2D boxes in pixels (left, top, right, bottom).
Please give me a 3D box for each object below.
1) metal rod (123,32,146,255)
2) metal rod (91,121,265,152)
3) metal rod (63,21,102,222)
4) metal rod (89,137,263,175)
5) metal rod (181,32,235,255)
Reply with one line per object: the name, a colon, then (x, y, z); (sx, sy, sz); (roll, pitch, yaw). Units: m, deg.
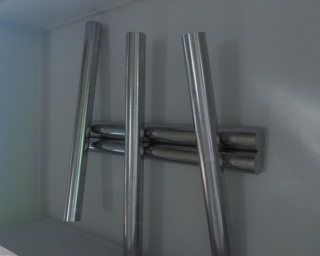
metal rod: (-0.033, 0.029, 0.398); (0.025, 0.025, 0.298); (2, 91, 39)
metal rod: (-0.013, 0.006, 0.414); (0.300, 0.025, 0.025); (3, 92, 39)
metal rod: (-0.115, -0.015, 0.466); (0.025, 0.025, 0.298); (-1, 81, 39)
metal rod: (-0.014, 0.031, 0.415); (0.300, 0.025, 0.025); (3, 92, 39)
metal rod: (0.056, 0.052, 0.328); (0.025, 0.025, 0.298); (-5, 95, 39)
